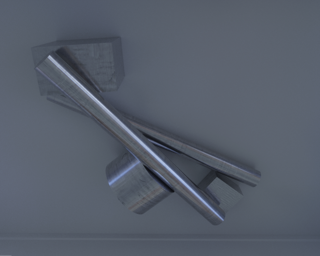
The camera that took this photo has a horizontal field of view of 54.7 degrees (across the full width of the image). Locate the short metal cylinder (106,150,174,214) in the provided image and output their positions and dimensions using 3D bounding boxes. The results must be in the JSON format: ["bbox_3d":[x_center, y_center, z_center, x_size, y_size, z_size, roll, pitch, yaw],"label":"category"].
[{"bbox_3d":[-0.024,0.064,0.403,0.050,0.080,0.080,-38,106,12],"label":"short metal cylinder"}]

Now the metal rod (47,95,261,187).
[{"bbox_3d":[-0.001,0.013,0.415,0.302,0.025,0.025,24,108,-9],"label":"metal rod"}]

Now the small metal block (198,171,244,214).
[{"bbox_3d":[0.082,0.095,0.446,0.050,0.025,0.050,36,106,-13],"label":"small metal block"}]

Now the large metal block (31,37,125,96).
[{"bbox_3d":[-0.087,-0.073,0.353,0.081,0.080,0.050,-3,110,1],"label":"large metal block"}]

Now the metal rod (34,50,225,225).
[{"bbox_3d":[-0.015,0.030,0.359,0.025,0.025,0.300,-38,119,13],"label":"metal rod"}]
